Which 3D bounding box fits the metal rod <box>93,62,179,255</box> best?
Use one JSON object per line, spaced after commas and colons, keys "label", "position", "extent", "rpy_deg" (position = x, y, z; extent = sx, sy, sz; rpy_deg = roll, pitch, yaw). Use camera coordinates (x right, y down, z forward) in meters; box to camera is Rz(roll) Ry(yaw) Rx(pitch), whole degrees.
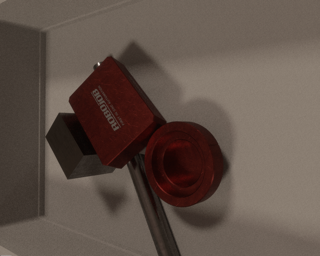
{"label": "metal rod", "position": [-0.038, 0.037, 0.436], "extent": [0.025, 0.025, 0.299], "rpy_deg": [-34, 70, 35]}

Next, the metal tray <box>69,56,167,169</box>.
{"label": "metal tray", "position": [-0.061, -0.023, 0.411], "extent": [0.090, 0.030, 0.130], "rpy_deg": [-44, 58, 12]}

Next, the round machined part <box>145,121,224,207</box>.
{"label": "round machined part", "position": [0.032, 0.041, 0.368], "extent": [0.098, 0.042, 0.097], "rpy_deg": [0, 90, 39]}

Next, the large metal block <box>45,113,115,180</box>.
{"label": "large metal block", "position": [-0.108, 0.024, 0.457], "extent": [0.050, 0.081, 0.080], "rpy_deg": [-52, 60, 27]}

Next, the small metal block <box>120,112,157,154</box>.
{"label": "small metal block", "position": [-0.029, 0.006, 0.411], "extent": [0.050, 0.025, 0.050], "rpy_deg": [11, 90, 8]}
